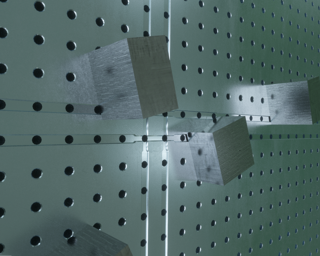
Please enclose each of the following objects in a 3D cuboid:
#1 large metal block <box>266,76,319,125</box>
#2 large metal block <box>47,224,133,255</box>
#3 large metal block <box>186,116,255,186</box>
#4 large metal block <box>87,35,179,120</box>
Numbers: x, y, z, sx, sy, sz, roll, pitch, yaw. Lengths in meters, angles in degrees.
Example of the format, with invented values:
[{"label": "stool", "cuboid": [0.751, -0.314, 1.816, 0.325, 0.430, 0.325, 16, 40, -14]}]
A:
[{"label": "large metal block", "cuboid": [0.258, -0.051, 0.593, 0.050, 0.080, 0.079, -20, 103, -39]}, {"label": "large metal block", "cuboid": [-0.076, 0.151, 0.311, 0.081, 0.080, 0.050, -32, 110, -36]}, {"label": "large metal block", "cuboid": [0.094, 0.032, 0.475, 0.081, 0.050, 0.080, -23, 105, -38]}, {"label": "large metal block", "cuboid": [-0.032, -0.054, 0.348, 0.050, 0.080, 0.079, -19, 102, -39]}]
